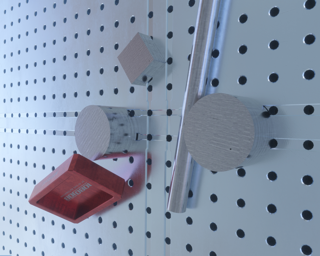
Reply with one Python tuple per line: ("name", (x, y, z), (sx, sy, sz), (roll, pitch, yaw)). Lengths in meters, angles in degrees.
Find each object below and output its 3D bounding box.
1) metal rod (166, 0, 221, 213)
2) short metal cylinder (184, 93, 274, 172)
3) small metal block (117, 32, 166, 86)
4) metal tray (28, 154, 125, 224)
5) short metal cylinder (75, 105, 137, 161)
("metal rod", (0.043, -0.044, 0.374), (0.025, 0.025, 0.298), (14, 99, 39))
("short metal cylinder", (0.073, 0.004, 0.333), (0.080, 0.050, 0.079), (0, 90, 40))
("small metal block", (-0.026, -0.095, 0.431), (0.050, 0.025, 0.050), (-42, 65, 32))
("metal tray", (-0.128, 0.097, 0.472), (0.130, 0.090, 0.030), (-35, 32, 34))
("short metal cylinder", (-0.081, 0.007, 0.460), (0.080, 0.050, 0.079), (0, 90, 40))
